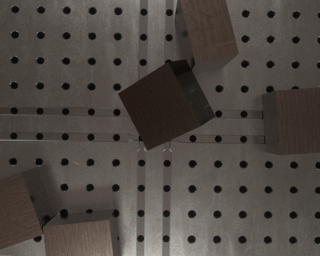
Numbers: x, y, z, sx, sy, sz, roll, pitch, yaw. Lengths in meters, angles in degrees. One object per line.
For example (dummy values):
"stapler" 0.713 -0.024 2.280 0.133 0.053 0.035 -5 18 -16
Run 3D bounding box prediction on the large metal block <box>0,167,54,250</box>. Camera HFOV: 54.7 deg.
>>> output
"large metal block" -0.192 0.104 0.398 0.080 0.050 0.080 -19 90 -1

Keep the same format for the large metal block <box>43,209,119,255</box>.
"large metal block" -0.097 0.155 0.400 0.081 0.050 0.079 -6 90 -1

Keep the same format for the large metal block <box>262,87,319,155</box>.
"large metal block" 0.184 -0.009 0.403 0.081 0.050 0.079 -4 90 -1

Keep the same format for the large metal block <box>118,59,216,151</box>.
"large metal block" 0.009 -0.029 0.384 0.080 0.050 0.080 -27 91 31

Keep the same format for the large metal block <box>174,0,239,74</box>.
"large metal block" 0.054 -0.116 0.386 0.050 0.080 0.080 -14 90 -1
